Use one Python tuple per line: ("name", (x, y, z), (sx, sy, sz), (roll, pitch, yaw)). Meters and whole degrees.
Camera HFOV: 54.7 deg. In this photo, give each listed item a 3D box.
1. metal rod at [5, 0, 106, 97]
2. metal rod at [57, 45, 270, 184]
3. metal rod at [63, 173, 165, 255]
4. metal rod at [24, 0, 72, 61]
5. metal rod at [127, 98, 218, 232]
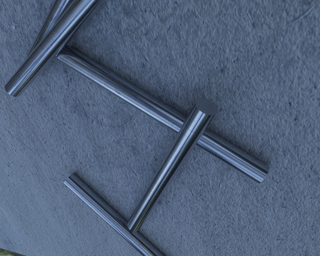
("metal rod", (-0.105, -0.125, 0.366), (0.299, 0.025, 0.025), (-33, 100, 32))
("metal rod", (-0.001, -0.021, 0.394), (0.301, 0.025, 0.025), (32, 129, 7))
("metal rod", (-0.052, 0.190, 0.551), (0.300, 0.025, 0.025), (43, 129, -2))
("metal rod", (-0.105, -0.157, 0.364), (0.025, 0.025, 0.299), (46, 129, -4))
("metal rod", (0.002, 0.072, 0.428), (0.025, 0.025, 0.298), (33, 135, 7))
